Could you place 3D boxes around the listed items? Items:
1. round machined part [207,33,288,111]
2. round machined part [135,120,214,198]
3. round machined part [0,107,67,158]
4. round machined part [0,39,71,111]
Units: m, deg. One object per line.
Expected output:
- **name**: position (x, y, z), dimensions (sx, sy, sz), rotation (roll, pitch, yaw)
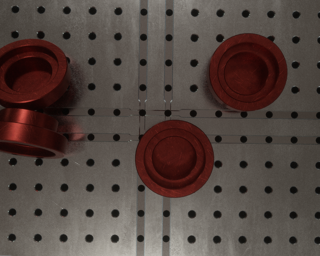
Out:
- **round machined part**: position (0.110, -0.070, 0.406), dimensions (0.099, 0.042, 0.097), rotation (0, 90, -1)
- **round machined part**: position (0.018, 0.038, 0.405), dimensions (0.099, 0.042, 0.097), rotation (0, 90, -1)
- **round machined part**: position (-0.163, 0.006, 0.377), dimensions (0.099, 0.098, 0.042), rotation (6, 73, -1)
- **round machined part**: position (-0.162, -0.062, 0.390), dimensions (0.099, 0.042, 0.098), rotation (1, 61, -2)
